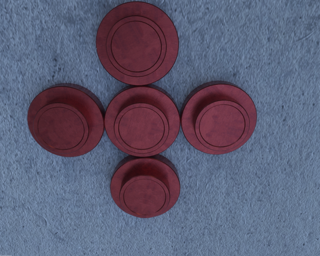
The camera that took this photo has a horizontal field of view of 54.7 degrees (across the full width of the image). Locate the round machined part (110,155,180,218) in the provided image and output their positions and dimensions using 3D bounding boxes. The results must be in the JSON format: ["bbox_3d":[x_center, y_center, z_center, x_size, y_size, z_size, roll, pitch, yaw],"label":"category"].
[{"bbox_3d":[-0.020,0.086,0.433,0.099,0.042,0.097,0,110,-1],"label":"round machined part"}]

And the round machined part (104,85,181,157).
[{"bbox_3d":[-0.023,-0.006,0.400,0.099,0.042,0.097,0,110,-1],"label":"round machined part"}]

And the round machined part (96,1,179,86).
[{"bbox_3d":[-0.027,-0.098,0.366,0.099,0.042,0.097,0,110,-1],"label":"round machined part"}]

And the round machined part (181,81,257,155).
[{"bbox_3d":[0.076,-0.009,0.400,0.099,0.042,0.097,0,110,-1],"label":"round machined part"}]

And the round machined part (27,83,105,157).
[{"bbox_3d":[-0.121,-0.006,0.398,0.099,0.042,0.097,0,110,-1],"label":"round machined part"}]
